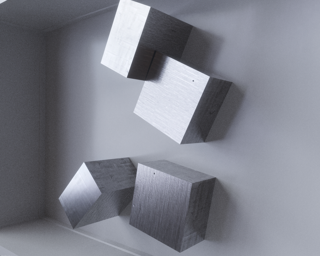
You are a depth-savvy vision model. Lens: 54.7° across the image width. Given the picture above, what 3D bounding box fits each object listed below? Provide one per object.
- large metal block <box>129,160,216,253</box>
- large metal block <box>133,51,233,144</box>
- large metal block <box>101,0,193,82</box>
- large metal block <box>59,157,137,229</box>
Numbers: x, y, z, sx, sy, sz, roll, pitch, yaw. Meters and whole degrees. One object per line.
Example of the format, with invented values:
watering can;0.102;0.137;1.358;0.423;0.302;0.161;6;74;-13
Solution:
large metal block;0.014;0.090;0.377;0.080;0.050;0.079;15;99;38
large metal block;0.025;-0.036;0.368;0.080;0.050;0.079;34;111;34
large metal block;-0.015;-0.103;0.382;0.050;0.081;0.079;33;110;35
large metal block;-0.081;0.089;0.435;0.080;0.081;0.050;-51;60;27
